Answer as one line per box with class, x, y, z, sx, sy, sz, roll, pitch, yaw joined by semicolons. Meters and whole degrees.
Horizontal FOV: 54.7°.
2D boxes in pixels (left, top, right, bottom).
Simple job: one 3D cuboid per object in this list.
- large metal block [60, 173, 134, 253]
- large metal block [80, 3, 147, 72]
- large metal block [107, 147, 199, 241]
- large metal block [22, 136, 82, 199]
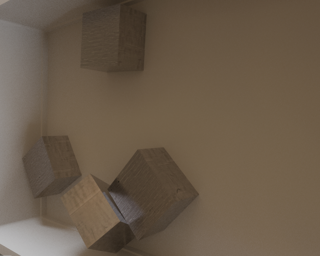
large metal block;-0.077;0.119;0.424;0.050;0.080;0.080;-40;59;-3
large metal block;-0.068;-0.125;0.447;0.080;0.050;0.079;6;94;40
large metal block;-0.011;0.082;0.400;0.080;0.050;0.080;52;120;27
large metal block;-0.194;0.068;0.551;0.080;0.050;0.080;-39;66;33
